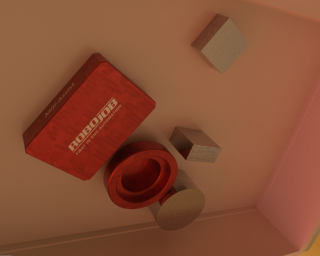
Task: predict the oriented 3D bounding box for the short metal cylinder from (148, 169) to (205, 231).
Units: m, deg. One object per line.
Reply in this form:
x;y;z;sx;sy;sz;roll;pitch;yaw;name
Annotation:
0.021;0.109;0.474;0.081;0.050;0.079;-14;125;-21;short metal cylinder

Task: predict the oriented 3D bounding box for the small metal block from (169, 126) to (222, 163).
0.049;0.023;0.436;0.050;0.050;0.025;10;114;-33;small metal block

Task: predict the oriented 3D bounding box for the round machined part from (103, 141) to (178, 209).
-0.029;0.059;0.420;0.099;0.042;0.097;-14;125;-21;round machined part

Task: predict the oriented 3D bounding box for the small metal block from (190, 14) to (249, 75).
0.075;-0.104;0.387;0.050;0.025;0.050;-50;129;7;small metal block

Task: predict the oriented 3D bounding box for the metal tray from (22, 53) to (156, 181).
-0.079;-0.009;0.358;0.130;0.030;0.090;-48;130;5;metal tray
